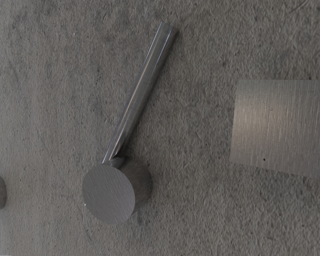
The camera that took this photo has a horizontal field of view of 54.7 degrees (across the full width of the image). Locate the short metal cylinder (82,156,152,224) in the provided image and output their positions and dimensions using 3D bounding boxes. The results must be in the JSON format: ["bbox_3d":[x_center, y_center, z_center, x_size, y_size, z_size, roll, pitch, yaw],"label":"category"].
[{"bbox_3d":[-0.058,0.082,0.422,0.080,0.050,0.079,4,100,23],"label":"short metal cylinder"}]

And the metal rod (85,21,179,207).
[{"bbox_3d":[-0.048,-0.004,0.444,0.025,0.025,0.298,39,113,33],"label":"metal rod"}]

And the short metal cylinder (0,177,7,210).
[{"bbox_3d":[-0.400,0.154,0.719,0.080,0.050,0.079,0,90,40],"label":"short metal cylinder"}]

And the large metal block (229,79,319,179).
[{"bbox_3d":[0.117,-0.003,0.292,0.080,0.050,0.079,8,95,39],"label":"large metal block"}]
